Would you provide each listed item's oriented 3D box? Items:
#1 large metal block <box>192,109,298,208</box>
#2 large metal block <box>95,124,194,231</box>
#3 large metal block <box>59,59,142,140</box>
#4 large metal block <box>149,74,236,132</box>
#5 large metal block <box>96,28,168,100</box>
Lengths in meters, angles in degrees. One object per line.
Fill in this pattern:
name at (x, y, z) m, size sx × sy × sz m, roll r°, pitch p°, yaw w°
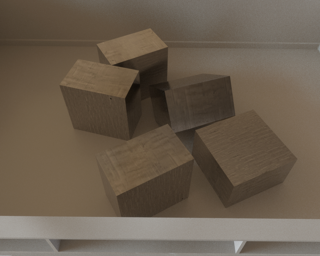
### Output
large metal block at (0.094, 0.034, 0.362) m, size 0.081 × 0.050 × 0.080 m, roll -19°, pitch 53°, yaw -16°
large metal block at (-0.015, 0.053, 0.325) m, size 0.081 × 0.080 × 0.050 m, roll -23°, pitch 54°, yaw -19°
large metal block at (-0.071, -0.034, 0.397) m, size 0.080 × 0.080 × 0.050 m, roll 12°, pitch 51°, yaw 10°
large metal block at (0.037, -0.035, 0.394) m, size 0.081 × 0.050 × 0.080 m, roll -14°, pitch 15°, yaw -12°
large metal block at (-0.037, -0.083, 0.439) m, size 0.081 × 0.080 × 0.050 m, roll -23°, pitch 54°, yaw -18°
